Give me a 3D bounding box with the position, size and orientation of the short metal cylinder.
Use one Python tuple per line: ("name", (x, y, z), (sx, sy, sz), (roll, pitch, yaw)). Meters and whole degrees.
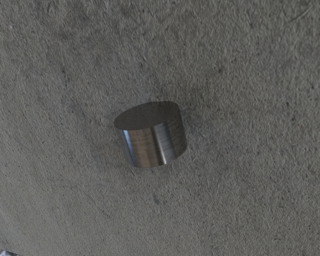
("short metal cylinder", (-0.011, 0.006, 0.381), (0.080, 0.080, 0.050), (-1, 118, 28))
